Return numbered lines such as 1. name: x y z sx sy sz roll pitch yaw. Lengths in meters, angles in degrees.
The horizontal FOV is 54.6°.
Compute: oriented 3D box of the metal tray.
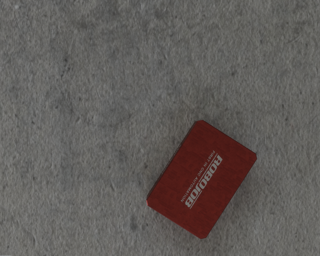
1. metal tray: 0.053 0.065 0.408 0.090 0.030 0.130 33 90 0
